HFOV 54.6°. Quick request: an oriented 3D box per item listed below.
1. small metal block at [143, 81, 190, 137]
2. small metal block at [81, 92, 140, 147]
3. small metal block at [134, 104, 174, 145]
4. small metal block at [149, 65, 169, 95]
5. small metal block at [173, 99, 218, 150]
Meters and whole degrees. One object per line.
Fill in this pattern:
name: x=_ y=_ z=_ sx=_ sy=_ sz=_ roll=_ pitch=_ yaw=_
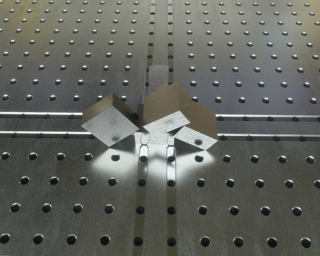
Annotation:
small metal block: x=0.007 y=-0.023 z=0.380 sx=0.050 sy=0.025 sz=0.050 roll=-23 pitch=45 yaw=24
small metal block: x=-0.061 y=-0.009 z=0.386 sx=0.050 sy=0.050 sz=0.025 roll=-30 pitch=41 yaw=21
small metal block: x=-0.006 y=-0.005 z=0.413 sx=0.050 sy=0.025 sz=0.050 roll=2 pitch=50 yaw=2
small metal block: x=-0.001 y=-0.061 z=0.429 sx=0.025 sy=0.050 sz=0.050 roll=2 pitch=14 yaw=2
small metal block: x=0.045 y=-0.006 z=0.399 sx=0.050 sy=0.025 sz=0.050 roll=23 pitch=46 yaw=-21
